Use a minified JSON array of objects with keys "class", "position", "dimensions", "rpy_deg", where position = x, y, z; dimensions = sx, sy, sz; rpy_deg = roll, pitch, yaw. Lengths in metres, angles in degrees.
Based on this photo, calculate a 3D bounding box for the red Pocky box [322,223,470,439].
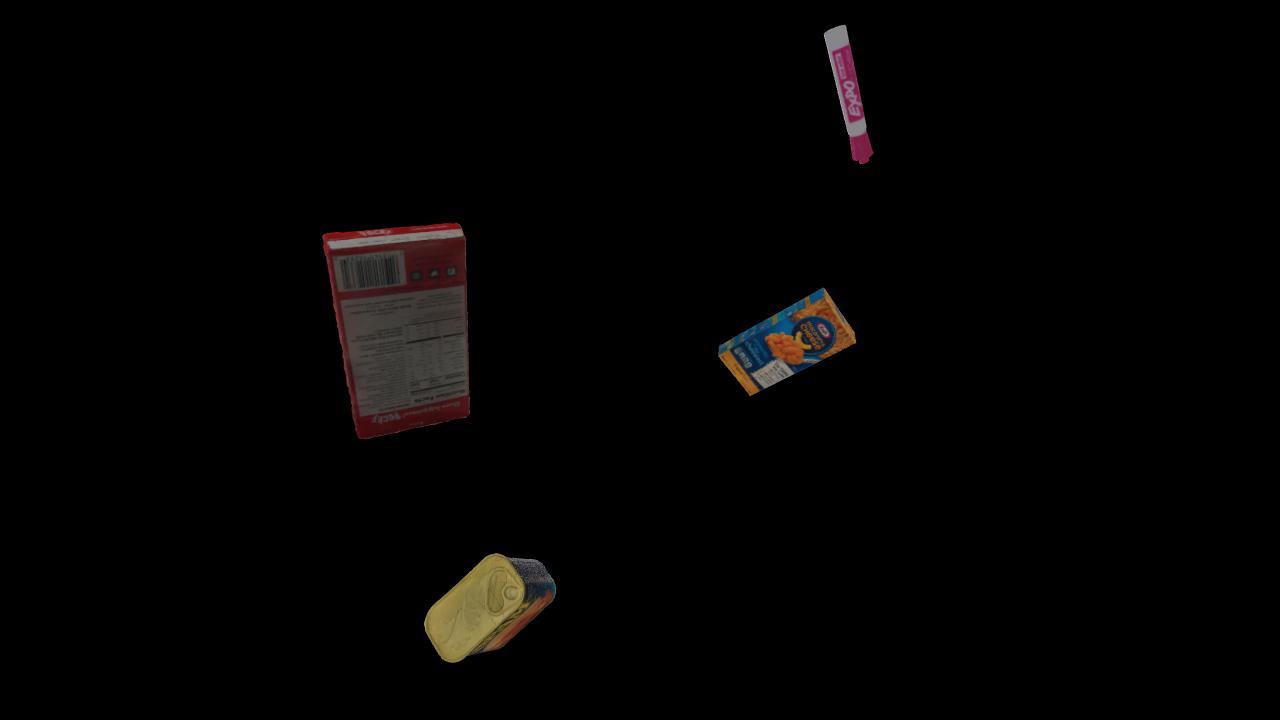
[{"class":"red Pocky box","position":[-0.161,-0.017,0.422],"dimensions":[0.083,0.155,0.028],"rpy_deg":[-12,42,-28]}]

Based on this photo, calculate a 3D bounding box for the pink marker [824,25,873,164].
[{"class":"pink marker","position":[0.189,-0.235,0.555],"dimensions":[0.020,0.121,0.020],"rpy_deg":[-20,29,12]}]

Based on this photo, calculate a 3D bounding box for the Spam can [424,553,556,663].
[{"class":"Spam can","position":[-0.141,0.239,0.600],"dimensions":[0.101,0.058,0.085],"rpy_deg":[-42,-24,-2]}]

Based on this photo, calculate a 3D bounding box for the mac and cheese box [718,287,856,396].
[{"class":"mac and cheese box","position":[0.221,-0.024,0.937],"dimensions":[0.184,0.093,0.041],"rpy_deg":[-31,20,26]}]
